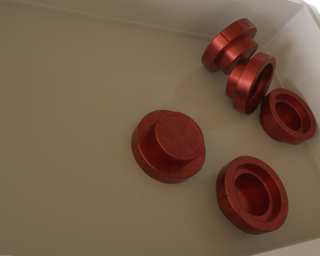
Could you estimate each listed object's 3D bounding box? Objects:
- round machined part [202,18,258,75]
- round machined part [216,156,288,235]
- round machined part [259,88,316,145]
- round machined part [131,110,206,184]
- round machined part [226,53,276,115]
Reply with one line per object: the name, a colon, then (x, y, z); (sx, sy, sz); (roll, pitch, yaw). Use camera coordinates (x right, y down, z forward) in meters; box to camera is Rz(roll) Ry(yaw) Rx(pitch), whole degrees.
round machined part: (0.118, -0.124, 0.498); (0.099, 0.097, 0.042); (-28, 73, -37)
round machined part: (0.114, 0.089, 0.404); (0.099, 0.042, 0.098); (14, 56, -21)
round machined part: (0.207, -0.015, 0.519); (0.099, 0.042, 0.098); (14, 56, -21)
round machined part: (0.017, 0.018, 0.394); (0.099, 0.042, 0.098); (14, 56, -21)
round machined part: (0.140, -0.073, 0.490); (0.042, 0.097, 0.099); (29, 45, 28)
